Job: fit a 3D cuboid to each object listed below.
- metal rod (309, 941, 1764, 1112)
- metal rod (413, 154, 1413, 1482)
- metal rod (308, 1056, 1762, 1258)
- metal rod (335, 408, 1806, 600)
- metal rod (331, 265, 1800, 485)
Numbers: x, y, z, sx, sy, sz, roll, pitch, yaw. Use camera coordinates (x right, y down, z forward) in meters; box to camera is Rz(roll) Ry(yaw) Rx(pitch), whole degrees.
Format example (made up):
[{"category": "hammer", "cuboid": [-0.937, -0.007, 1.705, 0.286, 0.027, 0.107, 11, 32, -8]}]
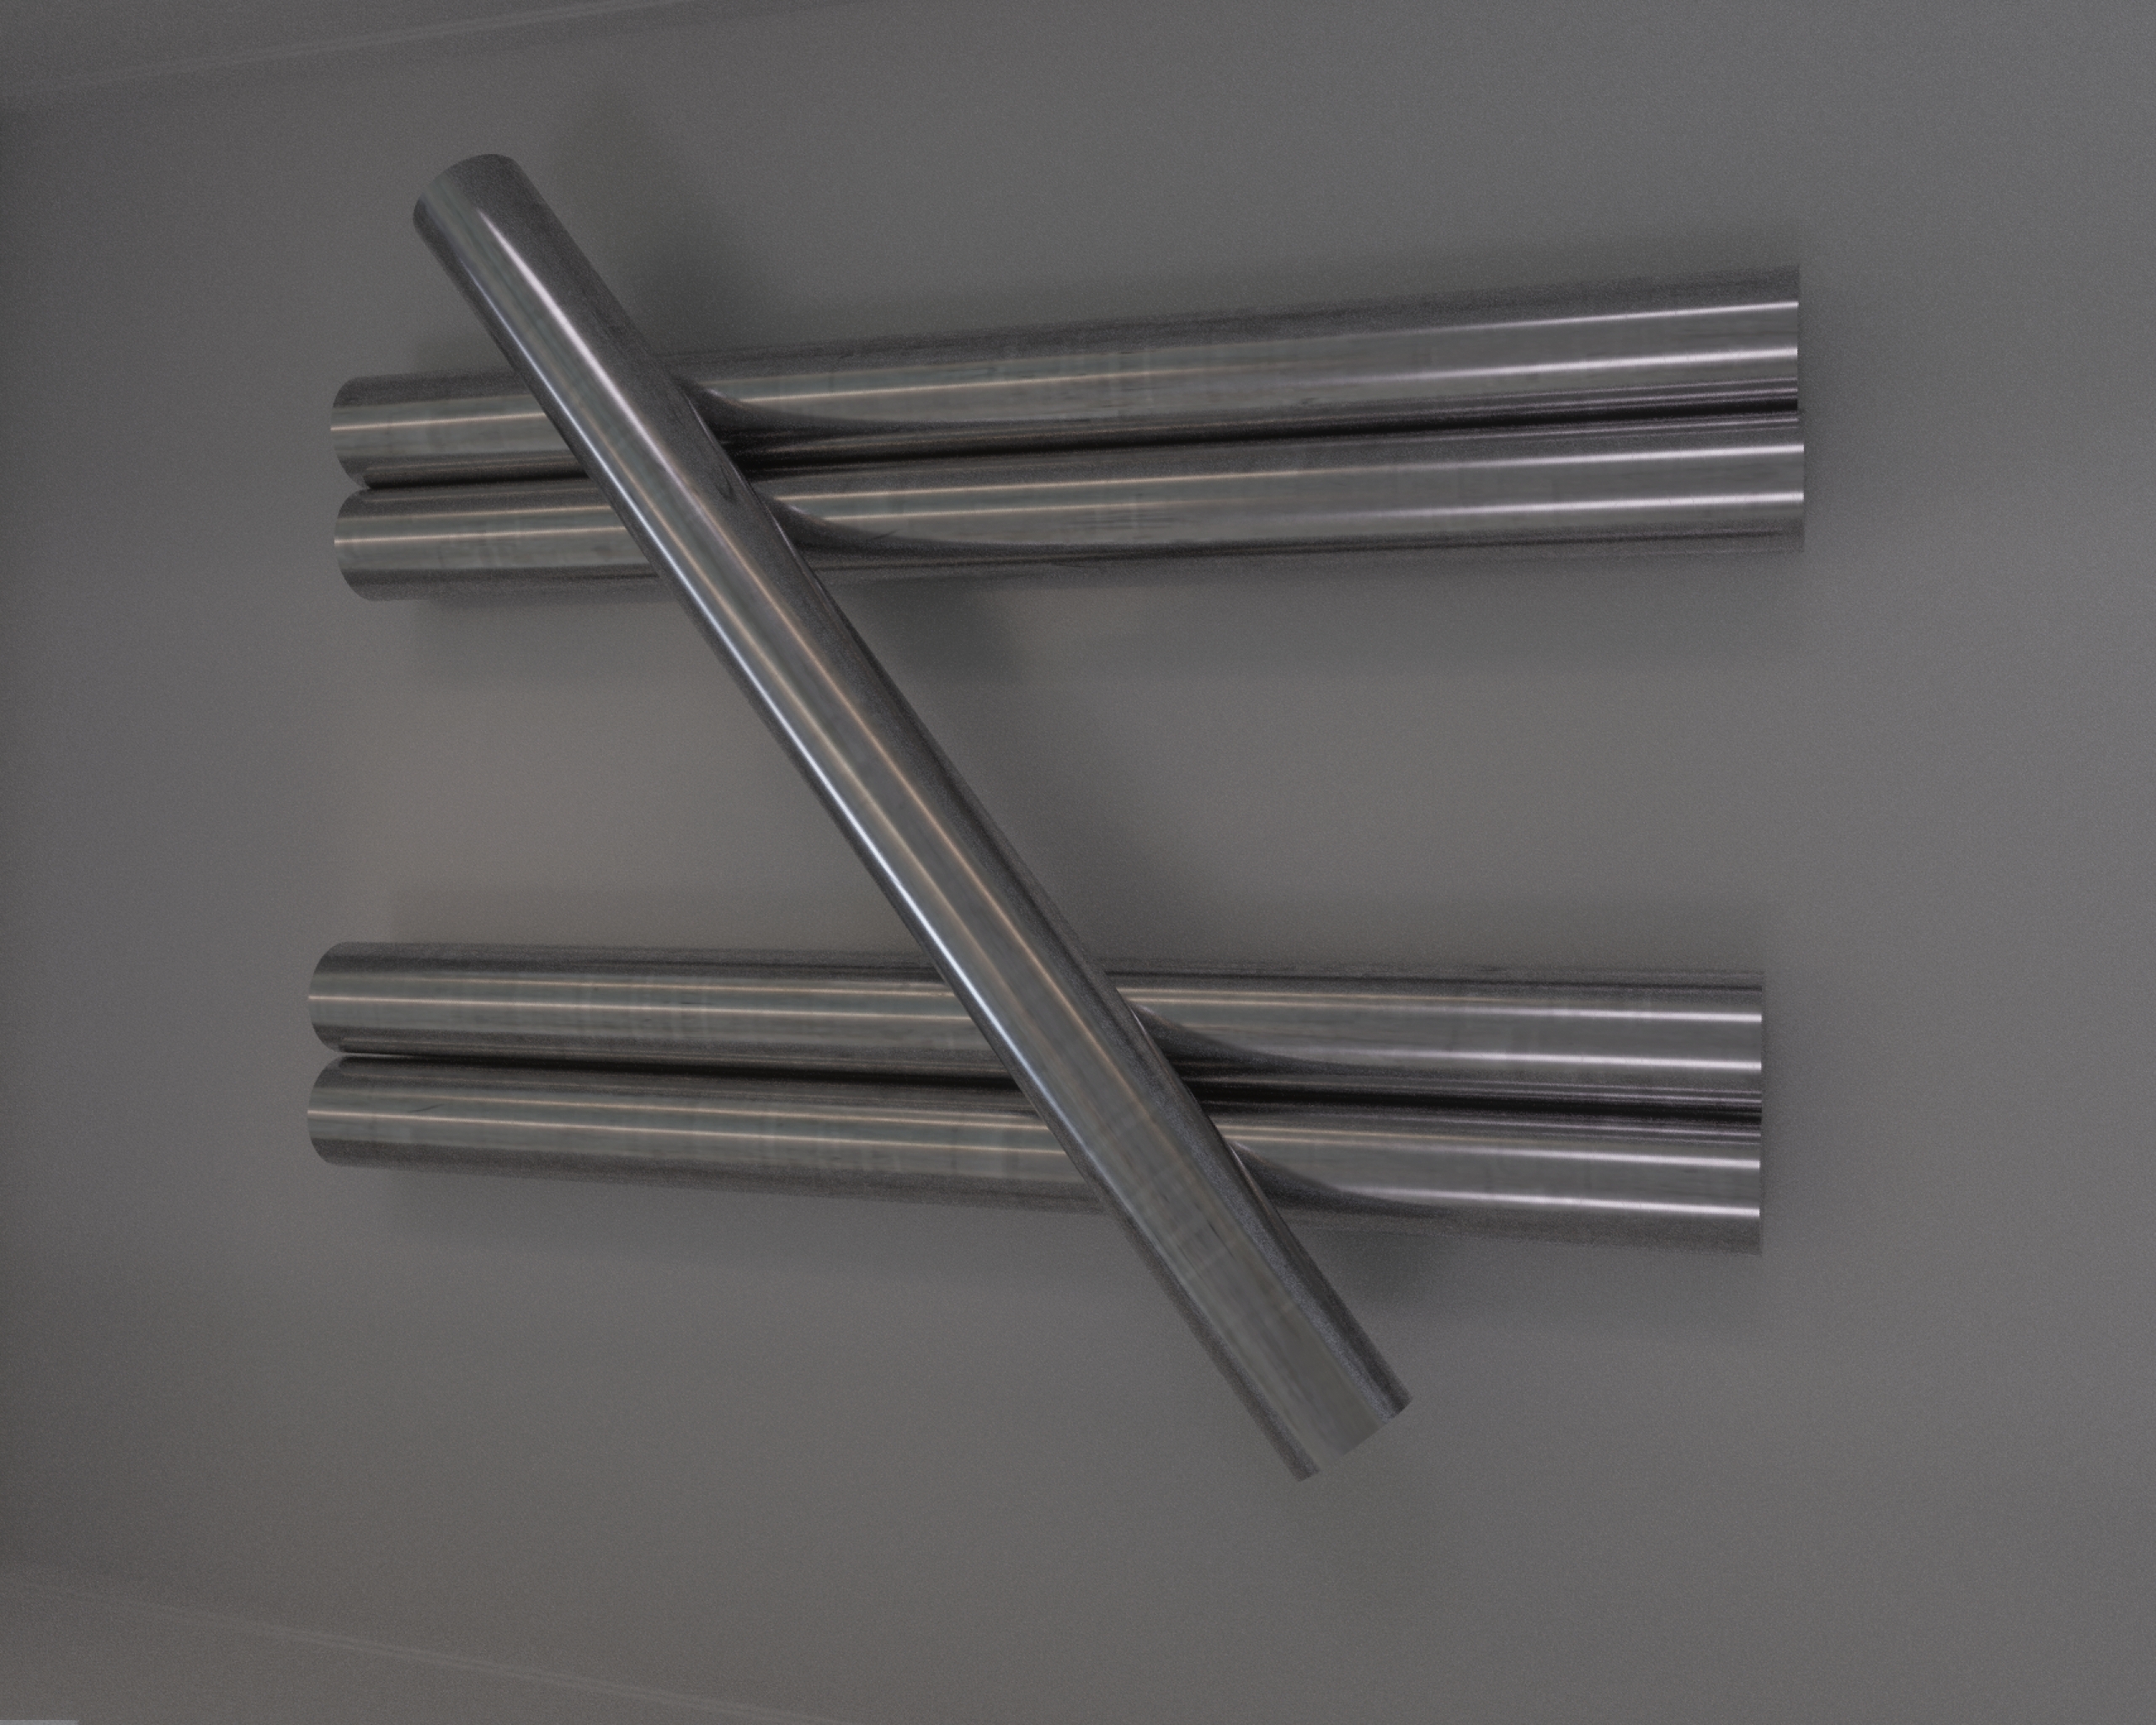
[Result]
[{"category": "metal rod", "cuboid": [-0.021, 0.031, 0.416, 0.301, 0.025, 0.025, 0, 90, 19]}, {"category": "metal rod", "cuboid": [-0.038, -0.017, 0.396, 0.025, 0.025, 0.299, -40, 78, 16]}, {"category": "metal rod", "cuboid": [-0.022, 0.056, 0.416, 0.301, 0.025, 0.025, 0, 90, 19]}, {"category": "metal rod", "cuboid": [-0.015, -0.069, 0.414, 0.301, 0.025, 0.025, 1, 90, 19]}, {"category": "metal rod", "cuboid": [-0.016, -0.093, 0.414, 0.301, 0.025, 0.025, 1, 90, 19]}]
